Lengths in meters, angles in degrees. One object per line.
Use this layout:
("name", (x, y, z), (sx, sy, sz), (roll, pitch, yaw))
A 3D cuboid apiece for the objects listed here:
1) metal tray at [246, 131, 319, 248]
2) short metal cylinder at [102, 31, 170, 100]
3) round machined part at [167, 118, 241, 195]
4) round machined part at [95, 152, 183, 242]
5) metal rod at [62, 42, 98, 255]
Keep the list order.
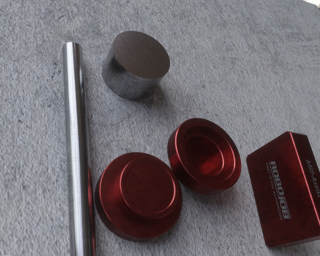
("metal tray", (0.165, 0.081, 0.403), (0.030, 0.090, 0.130), (9, 58, -24))
("short metal cylinder", (-0.033, -0.085, 0.423), (0.081, 0.050, 0.080), (14, 56, -21))
("round machined part", (0.052, 0.039, 0.396), (0.099, 0.042, 0.098), (17, 53, -23))
("round machined part", (-0.018, 0.070, 0.341), (0.099, 0.042, 0.098), (14, 56, -21))
("metal rod", (-0.089, 0.028, 0.339), (0.025, 0.025, 0.299), (4, 60, -27))
